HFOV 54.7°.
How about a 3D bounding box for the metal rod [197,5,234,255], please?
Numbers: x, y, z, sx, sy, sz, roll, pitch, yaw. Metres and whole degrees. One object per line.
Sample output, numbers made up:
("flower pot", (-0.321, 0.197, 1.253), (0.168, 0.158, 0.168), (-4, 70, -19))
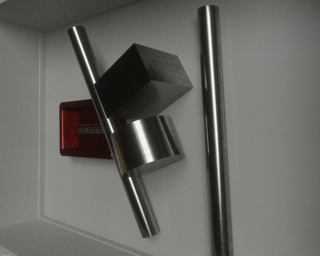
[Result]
("metal rod", (0.063, 0.012, 0.353), (0.025, 0.025, 0.298), (-5, 87, 39))

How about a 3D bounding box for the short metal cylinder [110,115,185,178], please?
("short metal cylinder", (-0.015, 0.024, 0.382), (0.080, 0.081, 0.050), (-30, 72, 36))

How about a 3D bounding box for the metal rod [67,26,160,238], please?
("metal rod", (-0.065, 0.003, 0.424), (0.025, 0.025, 0.299), (-23, 86, 37))

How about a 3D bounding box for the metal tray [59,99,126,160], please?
("metal tray", (-0.109, 0.001, 0.490), (0.130, 0.030, 0.089), (-1, 89, 39))

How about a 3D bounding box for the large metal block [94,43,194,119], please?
("large metal block", (-0.020, -0.053, 0.386), (0.080, 0.081, 0.050), (-37, 68, 34))
